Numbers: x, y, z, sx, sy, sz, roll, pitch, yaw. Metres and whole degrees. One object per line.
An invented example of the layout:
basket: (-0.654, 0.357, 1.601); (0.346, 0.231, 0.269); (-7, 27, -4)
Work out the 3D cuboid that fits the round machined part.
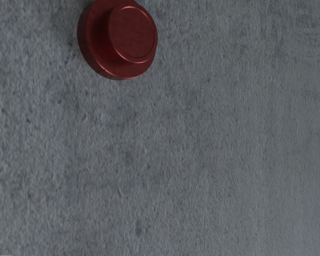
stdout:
round machined part: (-0.041, -0.106, 0.360); (0.099, 0.042, 0.097); (0, 90, -40)
